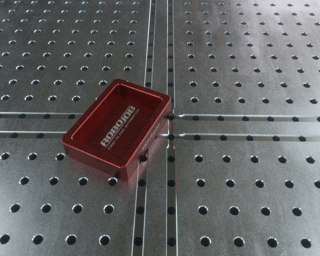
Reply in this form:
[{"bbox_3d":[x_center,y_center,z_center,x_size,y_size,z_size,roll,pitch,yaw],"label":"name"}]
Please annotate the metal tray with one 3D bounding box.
[{"bbox_3d":[-0.052,-0.004,0.407,0.090,0.030,0.130,21,53,16],"label":"metal tray"}]
